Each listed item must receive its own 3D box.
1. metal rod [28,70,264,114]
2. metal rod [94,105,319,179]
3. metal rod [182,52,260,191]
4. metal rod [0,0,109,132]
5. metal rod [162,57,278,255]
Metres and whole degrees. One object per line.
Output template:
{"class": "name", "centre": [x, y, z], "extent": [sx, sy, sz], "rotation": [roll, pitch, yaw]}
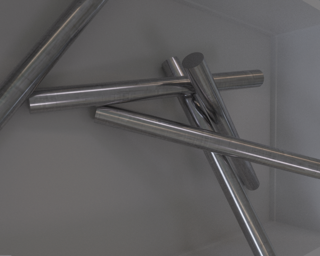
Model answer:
{"class": "metal rod", "centre": [0.005, -0.048, 0.369], "extent": [0.303, 0.025, 0.025], "rotation": [-10, 97, -27]}
{"class": "metal rod", "centre": [0.073, 0.019, 0.374], "extent": [0.302, 0.025, 0.025], "rotation": [14, 79, -9]}
{"class": "metal rod", "centre": [0.099, 0.013, 0.439], "extent": [0.025, 0.025, 0.300], "rotation": [-60, 139, -22]}
{"class": "metal rod", "centre": [-0.118, -0.054, 0.286], "extent": [0.025, 0.025, 0.300], "rotation": [43, 70, -32]}
{"class": "metal rod", "centre": [0.076, 0.043, 0.395], "extent": [0.025, 0.025, 0.299], "rotation": [-17, 77, -39]}
